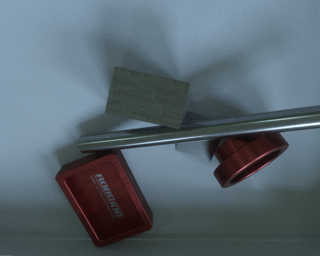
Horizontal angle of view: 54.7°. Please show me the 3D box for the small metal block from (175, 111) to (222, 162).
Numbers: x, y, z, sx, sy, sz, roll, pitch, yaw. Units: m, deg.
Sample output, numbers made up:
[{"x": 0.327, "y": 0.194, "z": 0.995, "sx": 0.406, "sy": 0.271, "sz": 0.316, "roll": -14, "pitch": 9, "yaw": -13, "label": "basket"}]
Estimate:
[{"x": 0.053, "y": 0.011, "z": 0.416, "sx": 0.050, "sy": 0.025, "sz": 0.050, "roll": 19, "pitch": 109, "yaw": -8, "label": "small metal block"}]

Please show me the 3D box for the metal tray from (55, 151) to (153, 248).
[{"x": -0.076, "y": 0.099, "z": 0.441, "sx": 0.090, "sy": 0.030, "sz": 0.129, "roll": -22, "pitch": 107, "yaw": 7, "label": "metal tray"}]

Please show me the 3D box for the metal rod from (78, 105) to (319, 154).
[{"x": 0.039, "y": 0.004, "z": 0.376, "sx": 0.301, "sy": 0.025, "sz": 0.025, "roll": -7, "pitch": 111, "yaw": 17, "label": "metal rod"}]

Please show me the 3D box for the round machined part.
[{"x": 0.110, "y": 0.033, "z": 0.397, "sx": 0.098, "sy": 0.098, "sz": 0.042, "roll": -37, "pitch": 67, "yaw": 12, "label": "round machined part"}]

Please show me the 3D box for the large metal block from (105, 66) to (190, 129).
[{"x": -0.015, "y": -0.037, "z": 0.364, "sx": 0.081, "sy": 0.080, "sz": 0.050, "roll": 12, "pitch": 97, "yaw": -5, "label": "large metal block"}]
